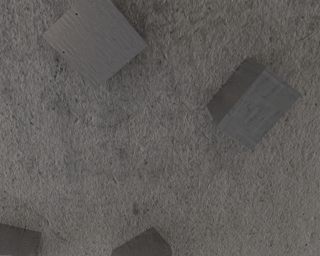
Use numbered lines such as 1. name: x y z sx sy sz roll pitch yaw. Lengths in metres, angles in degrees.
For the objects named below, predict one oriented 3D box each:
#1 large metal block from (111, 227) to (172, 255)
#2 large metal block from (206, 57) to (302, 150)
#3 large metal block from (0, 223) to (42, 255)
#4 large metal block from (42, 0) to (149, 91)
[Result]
1. large metal block: -0.029 0.207 0.456 0.080 0.080 0.050 -34 107 11
2. large metal block: 0.106 -0.032 0.369 0.050 0.080 0.080 34 106 -12
3. large metal block: -0.230 0.188 0.448 0.080 0.080 0.050 15 109 -6
4. large metal block: -0.070 -0.103 0.358 0.080 0.050 0.080 -38 106 13
